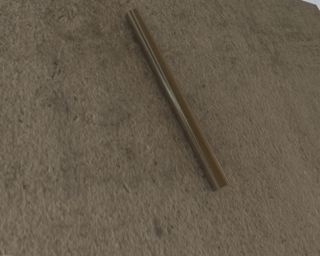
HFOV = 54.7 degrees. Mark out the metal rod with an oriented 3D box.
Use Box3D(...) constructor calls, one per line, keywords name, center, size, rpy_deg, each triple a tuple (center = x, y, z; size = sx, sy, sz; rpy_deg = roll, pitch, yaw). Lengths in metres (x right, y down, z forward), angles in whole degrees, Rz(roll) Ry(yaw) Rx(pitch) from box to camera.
Box3D(name="metal rod", center=(0.019, -0.051, 0.446), size=(0.025, 0.025, 0.299), rpy_deg=(-13, 69, -34))
